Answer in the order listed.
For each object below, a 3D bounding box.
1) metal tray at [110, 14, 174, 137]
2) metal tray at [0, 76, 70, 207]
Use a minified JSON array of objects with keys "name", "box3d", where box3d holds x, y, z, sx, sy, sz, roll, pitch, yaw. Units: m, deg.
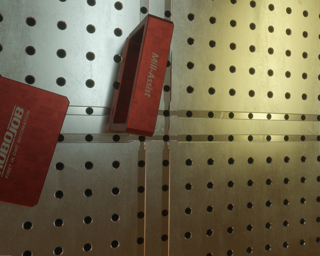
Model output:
[{"name":"metal tray","box3d":[-0.024,-0.057,0.369,0.030,0.090,0.129,12,86,-20]},{"name":"metal tray","box3d":[-0.166,0.015,0.349,0.091,0.030,0.129,18,84,-20]}]
